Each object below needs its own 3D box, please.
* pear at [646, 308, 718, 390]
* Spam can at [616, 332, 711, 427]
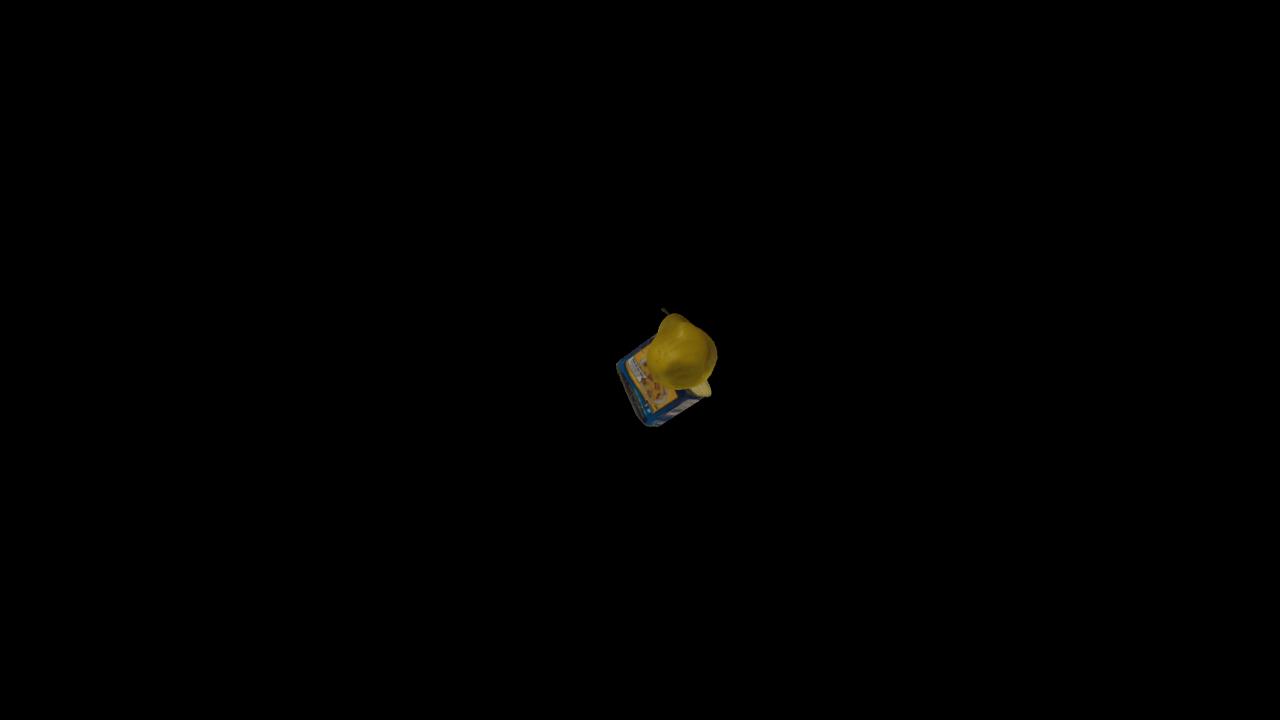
[{"bbox_3d":[0.047,-0.021,0.707,0.080,0.111,0.080,1,-39,1],"label":"pear"},{"bbox_3d":[0.027,0.022,0.767,0.085,0.101,0.058,-36,-25,27],"label":"Spam can"}]
